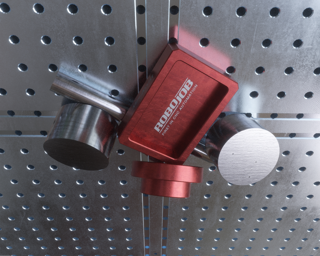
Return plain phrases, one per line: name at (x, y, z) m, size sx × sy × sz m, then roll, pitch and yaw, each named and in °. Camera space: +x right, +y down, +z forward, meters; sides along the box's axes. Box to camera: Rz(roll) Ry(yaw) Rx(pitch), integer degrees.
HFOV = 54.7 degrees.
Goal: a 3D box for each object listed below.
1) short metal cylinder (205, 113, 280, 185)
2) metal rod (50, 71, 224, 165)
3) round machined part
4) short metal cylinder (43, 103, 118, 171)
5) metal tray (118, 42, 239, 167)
short metal cylinder at (0.105, 0.027, 0.403) m, size 0.081 × 0.050 × 0.079 m, roll -4°, pitch 114°, yaw -10°
metal rod at (0.004, 0.005, 0.415) m, size 0.302 × 0.025 × 0.025 m, roll 25°, pitch 126°, yaw -20°
round machined part at (0.009, 0.071, 0.425) m, size 0.099 × 0.042 × 0.098 m, roll 6°, pitch 173°, yaw 1°
short metal cylinder at (-0.097, 0.013, 0.390) m, size 0.080 × 0.050 × 0.080 m, roll 8°, pitch 147°, yaw 5°
metal tray at (0.019, -0.023, 0.370) m, size 0.090 × 0.030 × 0.129 m, roll 25°, pitch 112°, yaw -20°
